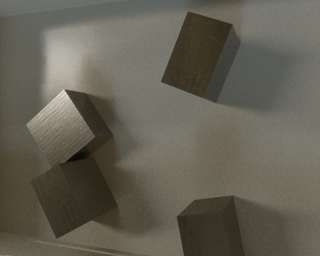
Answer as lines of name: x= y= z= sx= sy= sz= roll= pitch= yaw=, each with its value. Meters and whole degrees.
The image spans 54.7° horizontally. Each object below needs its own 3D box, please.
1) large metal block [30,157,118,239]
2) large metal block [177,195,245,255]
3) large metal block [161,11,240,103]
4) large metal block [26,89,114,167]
large metal block: x=-0.113 y=0.091 z=0.421 sx=0.050 sy=0.080 sz=0.080 roll=-32 pitch=80 yaw=17
large metal block: x=0.062 y=0.129 z=0.359 sx=0.050 sy=0.080 sz=0.080 roll=-12 pitch=86 yaw=20
large metal block: x=0.051 y=-0.078 z=0.363 sx=0.050 sy=0.080 sz=0.080 roll=24 pitch=98 yaw=18
large metal block: x=-0.128 y=0.003 z=0.442 sx=0.080 sy=0.050 sz=0.080 roll=-39 pitch=78 yaw=16
